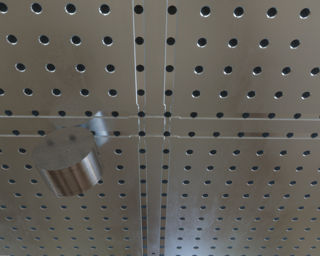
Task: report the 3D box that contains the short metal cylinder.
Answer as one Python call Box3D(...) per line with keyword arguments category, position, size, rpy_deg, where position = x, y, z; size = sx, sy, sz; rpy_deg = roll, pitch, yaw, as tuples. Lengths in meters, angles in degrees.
Box3D(category="short metal cylinder", position=(-0.119, 0.043, 0.410), size=(0.080, 0.080, 0.050), rpy_deg=(-6, 130, 4))
